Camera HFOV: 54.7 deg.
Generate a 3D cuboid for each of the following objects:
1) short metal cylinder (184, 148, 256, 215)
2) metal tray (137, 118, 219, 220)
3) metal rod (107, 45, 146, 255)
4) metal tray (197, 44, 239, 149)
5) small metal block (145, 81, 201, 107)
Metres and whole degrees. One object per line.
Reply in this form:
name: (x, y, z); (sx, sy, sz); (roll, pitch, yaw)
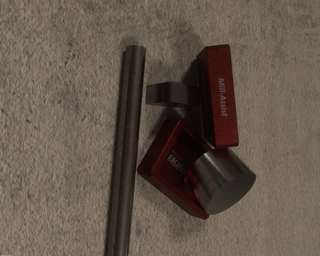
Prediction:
short metal cylinder: (0.080, 0.071, 0.416); (0.081, 0.050, 0.080); (-23, 141, -20)
metal tray: (0.039, 0.059, 0.436); (0.130, 0.030, 0.090); (44, 63, -31)
metal rod: (-0.041, 0.050, 0.371); (0.025, 0.025, 0.298); (8, 85, -40)
metal tray: (0.077, -0.043, 0.429); (0.030, 0.090, 0.129); (-7, 95, -1)
small metal block: (0.017, -0.042, 0.405); (0.050, 0.050, 0.025); (5, 87, -40)
